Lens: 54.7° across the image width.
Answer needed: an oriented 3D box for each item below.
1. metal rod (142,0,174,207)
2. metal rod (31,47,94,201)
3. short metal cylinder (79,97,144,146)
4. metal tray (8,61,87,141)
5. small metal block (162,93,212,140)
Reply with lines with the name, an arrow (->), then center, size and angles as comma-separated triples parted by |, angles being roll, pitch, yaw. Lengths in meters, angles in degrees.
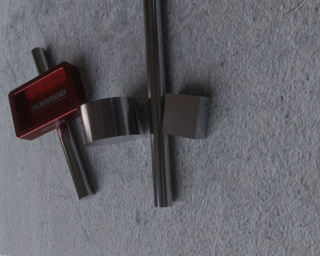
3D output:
metal rod -> -0.004, -0.049, 0.406 | 0.025, 0.025, 0.298 | -6, 86, 39
metal rod -> -0.176, -0.017, 0.546 | 0.025, 0.025, 0.299 | -37, 68, 33
short metal cylinder -> -0.065, -0.007, 0.421 | 0.080, 0.081, 0.050 | -16, 80, 38
metal tray -> -0.191, -0.044, 0.526 | 0.130, 0.030, 0.090 | -24, 72, 16
small metal block -> 0.032, -0.015, 0.377 | 0.050, 0.025, 0.050 | 11, 97, 39
